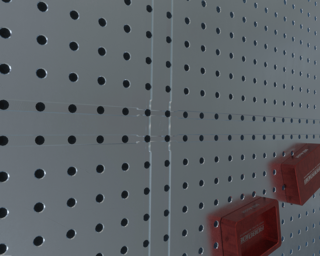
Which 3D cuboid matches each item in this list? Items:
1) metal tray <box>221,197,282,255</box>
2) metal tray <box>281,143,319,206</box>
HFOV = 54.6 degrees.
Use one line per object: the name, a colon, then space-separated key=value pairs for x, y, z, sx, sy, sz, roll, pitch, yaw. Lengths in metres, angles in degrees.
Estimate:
metal tray: x=0.162 y=0.183 z=0.540 sx=0.131 sy=0.030 sz=0.090 roll=-11 pitch=97 yaw=-39
metal tray: x=0.312 y=0.096 z=0.666 sx=0.131 sy=0.030 sz=0.090 roll=-24 pitch=105 yaw=-37
